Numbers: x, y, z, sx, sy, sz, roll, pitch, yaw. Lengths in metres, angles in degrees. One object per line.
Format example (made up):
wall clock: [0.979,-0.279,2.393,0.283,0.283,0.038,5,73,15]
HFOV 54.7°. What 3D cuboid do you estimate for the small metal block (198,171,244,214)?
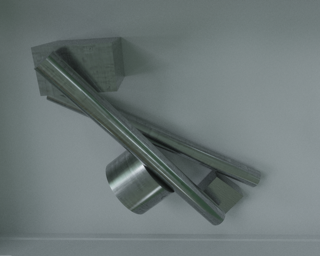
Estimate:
small metal block: [0.082,0.095,0.446,0.050,0.025,0.050,36,106,-13]

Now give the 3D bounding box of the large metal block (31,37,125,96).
large metal block: [-0.087,-0.073,0.353,0.081,0.080,0.050,-3,110,1]

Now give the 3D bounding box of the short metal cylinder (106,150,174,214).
short metal cylinder: [-0.024,0.064,0.403,0.050,0.080,0.080,-38,106,12]

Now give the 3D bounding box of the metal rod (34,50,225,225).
metal rod: [-0.015,0.030,0.359,0.025,0.025,0.300,-38,119,13]

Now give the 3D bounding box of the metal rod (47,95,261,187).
metal rod: [-0.001,0.013,0.415,0.302,0.025,0.025,24,108,-9]
